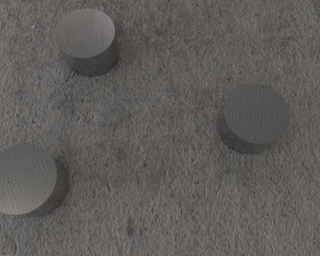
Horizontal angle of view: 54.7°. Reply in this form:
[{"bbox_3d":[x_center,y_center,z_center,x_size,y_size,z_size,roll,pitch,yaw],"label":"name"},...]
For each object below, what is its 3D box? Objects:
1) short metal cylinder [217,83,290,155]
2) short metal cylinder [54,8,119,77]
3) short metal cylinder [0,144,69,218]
[{"bbox_3d":[0.118,-0.011,0.399,0.081,0.050,0.080,0,70,0],"label":"short metal cylinder"},{"bbox_3d":[-0.101,-0.120,0.438,0.081,0.050,0.080,0,70,0],"label":"short metal cylinder"},{"bbox_3d":[-0.156,0.064,0.370,0.081,0.050,0.080,0,70,0],"label":"short metal cylinder"}]
